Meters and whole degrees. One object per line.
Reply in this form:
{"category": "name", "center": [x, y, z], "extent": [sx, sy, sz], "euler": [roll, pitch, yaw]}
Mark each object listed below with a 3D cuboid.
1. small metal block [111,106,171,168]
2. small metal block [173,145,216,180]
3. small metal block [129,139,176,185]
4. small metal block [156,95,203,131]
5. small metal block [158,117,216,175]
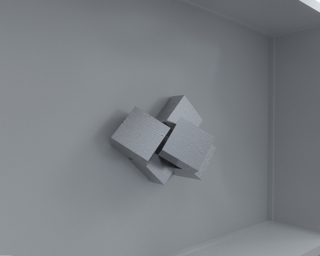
{"category": "small metal block", "center": [-0.023, 0.011, 0.371], "extent": [0.050, 0.025, 0.050], "euler": [32, 65, 6]}
{"category": "small metal block", "center": [0.042, 0.040, 0.425], "extent": [0.025, 0.050, 0.050], "euler": [43, 64, -32]}
{"category": "small metal block", "center": [-0.004, 0.038, 0.403], "extent": [0.050, 0.025, 0.050], "euler": [50, 60, -29]}
{"category": "small metal block", "center": [0.026, -0.010, 0.428], "extent": [0.050, 0.025, 0.050], "euler": [50, 60, -29]}
{"category": "small metal block", "center": [0.033, 0.023, 0.386], "extent": [0.050, 0.025, 0.050], "euler": [31, 67, 0]}
